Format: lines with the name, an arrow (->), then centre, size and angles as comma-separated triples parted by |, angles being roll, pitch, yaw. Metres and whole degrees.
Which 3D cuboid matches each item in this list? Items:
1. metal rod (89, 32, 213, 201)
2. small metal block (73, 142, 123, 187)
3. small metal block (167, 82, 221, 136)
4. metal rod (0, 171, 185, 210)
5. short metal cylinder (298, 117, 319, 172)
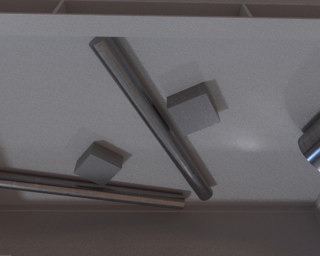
metal rod -> 0.005, 0.006, 0.414 | 0.025, 0.025, 0.299 | -22, 127, 17
small metal block -> -0.090, 0.054, 0.454 | 0.050, 0.025, 0.050 | 30, 124, -24
small metal block -> 0.042, -0.023, 0.390 | 0.050, 0.025, 0.050 | -21, 127, 17
metal rod -> -0.110, 0.100, 0.492 | 0.302, 0.025, 0.025 | 9, 130, -8
short metal cylinder -> 0.228, 0.023, 0.396 | 0.081, 0.080, 0.050 | 19, 127, -16
